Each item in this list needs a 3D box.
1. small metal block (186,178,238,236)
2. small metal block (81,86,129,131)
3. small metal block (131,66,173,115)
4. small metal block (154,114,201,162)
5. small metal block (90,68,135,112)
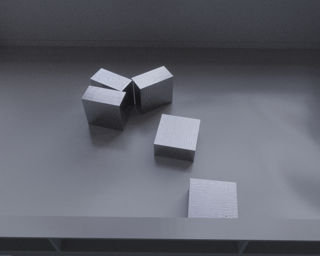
[{"bbox_3d":[0.056,0.085,0.334,0.050,0.025,0.050,5,50,4],"label":"small metal block"},{"bbox_3d":[-0.071,-0.025,0.409,0.050,0.050,0.025,11,51,9],"label":"small metal block"},{"bbox_3d":[-0.010,-0.052,0.432,0.050,0.050,0.025,-24,54,-19],"label":"small metal block"},{"bbox_3d":[0.022,0.012,0.395,0.050,0.025,0.050,9,51,7],"label":"small metal block"},{"bbox_3d":[-0.065,-0.048,0.429,0.050,0.050,0.025,23,54,18],"label":"small metal block"}]
